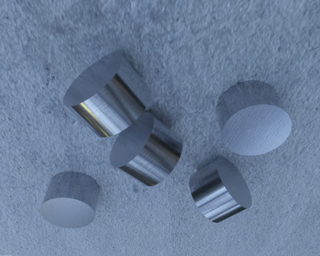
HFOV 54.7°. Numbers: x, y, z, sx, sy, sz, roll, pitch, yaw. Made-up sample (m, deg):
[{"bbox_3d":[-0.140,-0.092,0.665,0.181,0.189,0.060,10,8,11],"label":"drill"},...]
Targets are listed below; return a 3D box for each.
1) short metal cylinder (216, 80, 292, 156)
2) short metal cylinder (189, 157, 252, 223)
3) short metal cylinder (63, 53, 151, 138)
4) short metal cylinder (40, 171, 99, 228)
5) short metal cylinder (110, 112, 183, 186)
[{"bbox_3d":[0.113,-0.012,0.383,0.081,0.050,0.079,0,130,0],"label":"short metal cylinder"},{"bbox_3d":[0.088,0.089,0.449,0.050,0.080,0.080,-37,121,27],"label":"short metal cylinder"},{"bbox_3d":[-0.057,-0.036,0.340,0.080,0.080,0.050,-26,126,20],"label":"short metal cylinder"},{"bbox_3d":[-0.139,0.113,0.485,0.081,0.050,0.079,0,130,0],"label":"short metal cylinder"},{"bbox_3d":[-0.018,0.027,0.394,0.080,0.080,0.050,-37,121,27],"label":"short metal cylinder"}]
